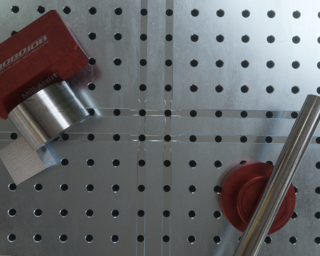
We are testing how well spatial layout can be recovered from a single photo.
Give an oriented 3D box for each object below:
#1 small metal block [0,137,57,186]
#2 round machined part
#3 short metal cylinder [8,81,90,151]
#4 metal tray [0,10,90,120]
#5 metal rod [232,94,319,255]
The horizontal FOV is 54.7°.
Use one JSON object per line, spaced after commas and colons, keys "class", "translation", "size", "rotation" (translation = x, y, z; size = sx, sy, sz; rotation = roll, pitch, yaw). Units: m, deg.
{"class": "small metal block", "translation": [-0.174, 0.039, 0.405], "size": [0.050, 0.025, 0.050], "rotation": [-29, 91, 14]}
{"class": "round machined part", "translation": [0.130, 0.094, 0.407], "size": [0.099, 0.042, 0.097], "rotation": [0, 90, -1]}
{"class": "short metal cylinder", "translation": [-0.135, -0.015, 0.382], "size": [0.080, 0.080, 0.050], "rotation": [-34, 97, 0]}
{"class": "metal tray", "translation": [-0.164, -0.081, 0.387], "size": [0.130, 0.030, 0.090], "rotation": [-34, 59, -1]}
{"class": "metal rod", "translation": [0.127, 0.100, 0.373], "size": [0.025, 0.025, 0.299], "rotation": [25, 90, -1]}
